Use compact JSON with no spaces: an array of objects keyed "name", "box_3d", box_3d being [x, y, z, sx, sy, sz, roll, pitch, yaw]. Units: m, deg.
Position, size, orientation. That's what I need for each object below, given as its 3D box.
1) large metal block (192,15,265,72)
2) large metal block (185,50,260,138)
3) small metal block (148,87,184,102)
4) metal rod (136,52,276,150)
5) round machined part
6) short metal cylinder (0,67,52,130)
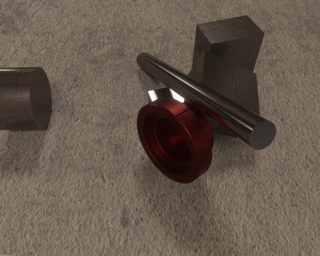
[{"name":"large metal block","box_3d":[0.098,-0.114,0.464,0.081,0.080,0.050,-14,52,-12]},{"name":"large metal block","box_3d":[0.080,-0.044,0.408,0.080,0.050,0.080,21,49,-13]},{"name":"small metal block","box_3d":[0.015,-0.031,0.429,0.050,0.025,0.050,-14,52,-12]},{"name":"metal rod","box_3d":[0.027,-0.052,0.369,0.025,0.025,0.300,-18,28,-15]},{"name":"round machined part","box_3d":[0.021,0.010,0.348,0.042,0.097,0.098,-31,56,-32]},{"name":"short metal cylinder","box_3d":[-0.177,-0.037,0.397,0.050,0.080,0.080,-2,50,-2]}]
